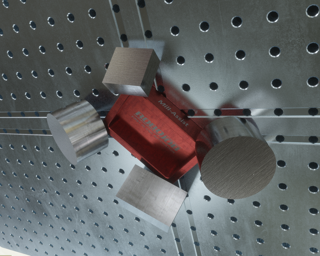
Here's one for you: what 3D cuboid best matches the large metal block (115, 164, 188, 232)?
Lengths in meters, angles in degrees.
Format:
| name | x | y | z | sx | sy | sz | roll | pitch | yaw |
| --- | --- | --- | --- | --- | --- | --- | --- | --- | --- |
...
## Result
| name | x | y | z | sx | sy | sz | roll | pitch | yaw |
| --- | --- | --- | --- | --- | --- | --- | --- | --- | --- |
| large metal block | -0.011 | 0.103 | 0.442 | 0.080 | 0.050 | 0.080 | 27 | 158 | 10 |

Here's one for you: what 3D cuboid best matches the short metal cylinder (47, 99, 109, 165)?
| name | x | y | z | sx | sy | sz | roll | pitch | yaw |
| --- | --- | --- | --- | --- | --- | --- | --- | --- | --- |
| short metal cylinder | -0.117 | 0.005 | 0.441 | 0.080 | 0.050 | 0.079 | 37 | 143 | 35 |

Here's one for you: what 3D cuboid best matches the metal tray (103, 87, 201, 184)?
| name | x | y | z | sx | sy | sz | roll | pitch | yaw |
| --- | --- | --- | --- | --- | --- | --- | --- | --- | --- |
| metal tray | -0.006 | 0.007 | 0.415 | 0.130 | 0.030 | 0.090 | 41 | 129 | -1 |

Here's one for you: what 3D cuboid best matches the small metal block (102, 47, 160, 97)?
| name | x | y | z | sx | sy | sz | roll | pitch | yaw |
| --- | --- | --- | --- | --- | --- | --- | --- | --- | --- |
| small metal block | -0.033 | -0.067 | 0.368 | 0.050 | 0.050 | 0.025 | 9 | 160 | 23 |

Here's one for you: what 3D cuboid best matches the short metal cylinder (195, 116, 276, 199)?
| name | x | y | z | sx | sy | sz | roll | pitch | yaw |
| --- | --- | --- | --- | --- | --- | --- | --- | --- | --- |
| short metal cylinder | 0.083 | 0.033 | 0.352 | 0.081 | 0.050 | 0.079 | -1 | 116 | -1 |
